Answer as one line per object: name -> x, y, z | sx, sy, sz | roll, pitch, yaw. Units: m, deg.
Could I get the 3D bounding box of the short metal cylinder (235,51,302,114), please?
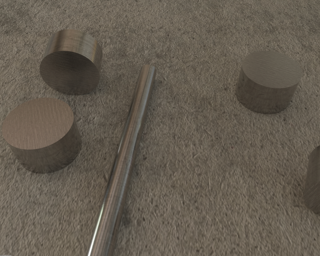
short metal cylinder -> 0.153, -0.066, 0.444 | 0.081, 0.050, 0.080 | 0, 50, 0

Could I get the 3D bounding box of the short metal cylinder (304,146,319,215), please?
short metal cylinder -> 0.196, 0.057, 0.321 | 0.080, 0.080, 0.050 | 18, 52, 14

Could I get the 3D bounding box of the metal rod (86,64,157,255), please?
metal rod -> -0.040, 0.026, 0.381 | 0.025, 0.025, 0.300 | 7, 50, 5

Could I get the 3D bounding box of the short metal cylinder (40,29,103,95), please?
short metal cylinder -> -0.125, -0.093, 0.445 | 0.081, 0.080, 0.050 | -1, 50, -1

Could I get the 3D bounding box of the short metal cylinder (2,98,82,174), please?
short metal cylinder -> -0.141, 0.009, 0.379 | 0.081, 0.050, 0.080 | 0, 50, 0
